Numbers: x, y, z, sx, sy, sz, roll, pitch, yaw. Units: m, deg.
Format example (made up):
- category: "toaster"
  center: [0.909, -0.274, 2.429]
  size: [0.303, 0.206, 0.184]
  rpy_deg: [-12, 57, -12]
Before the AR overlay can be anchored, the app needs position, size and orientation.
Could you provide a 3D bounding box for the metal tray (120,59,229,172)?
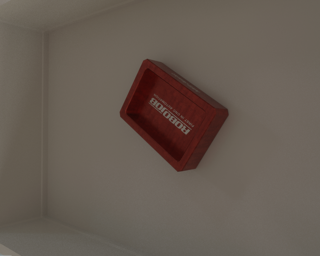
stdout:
- category: "metal tray"
  center: [0.011, -0.019, 0.394]
  size: [0.130, 0.030, 0.090]
  rpy_deg: [42, 115, 32]
